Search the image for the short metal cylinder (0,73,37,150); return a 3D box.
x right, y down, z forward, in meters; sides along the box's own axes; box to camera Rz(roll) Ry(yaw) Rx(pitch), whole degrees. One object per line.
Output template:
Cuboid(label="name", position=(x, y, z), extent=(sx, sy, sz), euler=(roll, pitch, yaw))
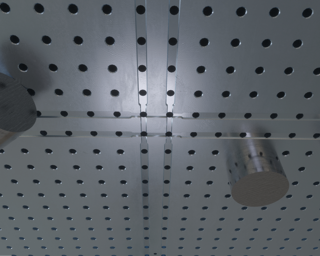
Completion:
Cuboid(label="short metal cylinder", position=(-0.193, -0.019, 0.358), extent=(0.050, 0.080, 0.080), euler=(-31, 124, 23))

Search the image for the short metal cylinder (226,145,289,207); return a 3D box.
Cuboid(label="short metal cylinder", position=(0.142, 0.072, 0.458), extent=(0.081, 0.050, 0.079), euler=(0, 130, 0))
